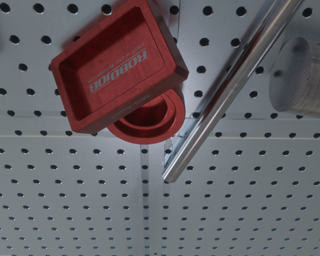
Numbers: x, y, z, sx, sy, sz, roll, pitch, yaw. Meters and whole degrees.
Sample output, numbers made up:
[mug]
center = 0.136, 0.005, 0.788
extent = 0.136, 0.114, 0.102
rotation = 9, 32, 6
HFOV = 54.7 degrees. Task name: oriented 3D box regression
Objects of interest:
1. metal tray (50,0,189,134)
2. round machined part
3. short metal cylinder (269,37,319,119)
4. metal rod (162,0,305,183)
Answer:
[metal tray]
center = -0.046, -0.061, 0.317
extent = 0.130, 0.090, 0.030
rotation = -29, 164, 22
[round machined part]
center = -0.019, -0.029, 0.375
extent = 0.099, 0.042, 0.097
rotation = 0, 130, 0
[short metal cylinder]
center = 0.160, -0.052, 0.332
extent = 0.050, 0.080, 0.079
rotation = 9, 130, -8
[metal rod]
center = 0.074, -0.030, 0.386
extent = 0.025, 0.025, 0.298
rotation = 18, 128, -15
